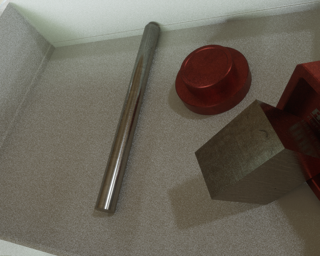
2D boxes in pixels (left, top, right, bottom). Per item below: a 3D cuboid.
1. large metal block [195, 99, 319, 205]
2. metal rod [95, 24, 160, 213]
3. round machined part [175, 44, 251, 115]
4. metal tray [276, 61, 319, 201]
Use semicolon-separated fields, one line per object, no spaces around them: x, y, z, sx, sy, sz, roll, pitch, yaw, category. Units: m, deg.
0.094;0.027;0.285;0.080;0.081;0.050;-46;45;34;large metal block
-0.040;-0.031;0.443;0.025;0.025;0.299;-3;60;26;metal rod
0.065;-0.069;0.402;0.098;0.042;0.098;-13;56;20;round machined part
0.154;0.014;0.272;0.030;0.089;0.130;-12;51;-14;metal tray
